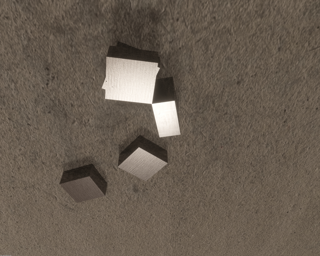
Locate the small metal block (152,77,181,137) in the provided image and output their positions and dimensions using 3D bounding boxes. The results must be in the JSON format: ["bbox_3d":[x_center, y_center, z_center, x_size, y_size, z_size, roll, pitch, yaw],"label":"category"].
[{"bbox_3d":[0.008,-0.025,0.370,0.025,0.050,0.050,-8,130,6],"label":"small metal block"}]

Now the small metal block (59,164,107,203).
[{"bbox_3d":[-0.117,0.086,0.479,0.050,0.025,0.050,-16,129,13],"label":"small metal block"}]

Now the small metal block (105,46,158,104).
[{"bbox_3d":[-0.030,-0.055,0.327,0.050,0.025,0.050,6,130,-5],"label":"small metal block"}]

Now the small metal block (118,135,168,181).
[{"bbox_3d":[-0.025,0.044,0.445,0.050,0.025,0.050,32,123,-25],"label":"small metal block"}]

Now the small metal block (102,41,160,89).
[{"bbox_3d":[-0.033,-0.063,0.353,0.050,0.025,0.050,18,128,-15],"label":"small metal block"}]
